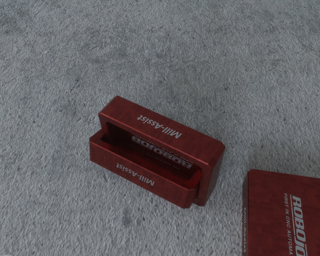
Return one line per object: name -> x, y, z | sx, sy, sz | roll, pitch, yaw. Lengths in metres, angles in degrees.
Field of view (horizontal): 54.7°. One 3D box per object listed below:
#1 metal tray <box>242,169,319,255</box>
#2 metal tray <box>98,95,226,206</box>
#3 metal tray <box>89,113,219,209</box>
metal tray -> 0.131, 0.108, 0.310 | 0.090, 0.030, 0.130 | 8, 50, 6
metal tray -> 0.000, 0.026, 0.338 | 0.130, 0.090, 0.030 | 25, 56, 19
metal tray -> -0.004, 0.028, 0.361 | 0.130, 0.030, 0.090 | 24, 40, 19
